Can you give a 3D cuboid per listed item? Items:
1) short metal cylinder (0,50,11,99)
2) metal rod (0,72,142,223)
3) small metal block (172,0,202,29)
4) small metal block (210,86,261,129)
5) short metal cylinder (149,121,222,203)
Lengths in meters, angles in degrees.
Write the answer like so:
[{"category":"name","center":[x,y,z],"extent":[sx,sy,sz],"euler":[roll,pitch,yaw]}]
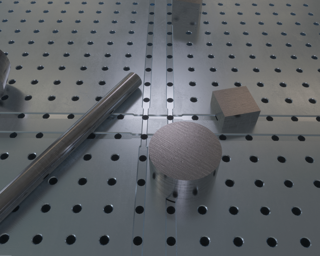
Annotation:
[{"category":"short metal cylinder","center":[-0.258,-0.077,0.435],"extent":[0.081,0.080,0.050],"euler":[-5,50,-4]},{"category":"metal rod","center":[-0.120,0.023,0.387],"extent":[0.025,0.025,0.301],"euler":[26,55,20]},{"category":"small metal block","center":[0.050,-0.216,0.573],"extent":[0.050,0.050,0.025],"euler":[13,51,10]},{"category":"small metal block","center":[0.104,-0.030,0.433],"extent":[0.050,0.025,0.050],"euler":[-10,51,-8]},{"category":"short metal cylinder","center":[0.028,0.039,0.359],"extent":[0.080,0.050,0.080],"euler":[0,50,0]}]
